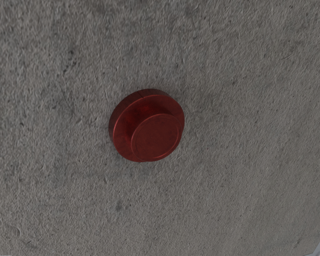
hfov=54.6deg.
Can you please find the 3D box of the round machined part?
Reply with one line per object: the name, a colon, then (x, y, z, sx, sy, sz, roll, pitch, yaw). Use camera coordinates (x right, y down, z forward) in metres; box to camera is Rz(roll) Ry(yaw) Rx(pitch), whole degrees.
round machined part: (-0.011, 0.003, 0.391, 0.099, 0.042, 0.097, -14, 124, -21)
